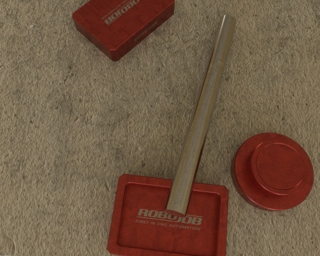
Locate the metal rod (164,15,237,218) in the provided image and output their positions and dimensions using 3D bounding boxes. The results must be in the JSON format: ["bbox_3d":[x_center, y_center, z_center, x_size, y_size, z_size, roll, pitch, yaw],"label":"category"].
[{"bbox_3d":[0.060,-0.034,0.402,0.025,0.025,0.300,16,64,5],"label":"metal rod"}]

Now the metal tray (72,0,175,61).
[{"bbox_3d":[-0.053,-0.173,0.468,0.090,0.030,0.130,43,75,13],"label":"metal tray"}]

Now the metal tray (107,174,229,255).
[{"bbox_3d":[0.011,0.108,0.366,0.131,0.030,0.090,7,70,2],"label":"metal tray"}]

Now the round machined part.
[{"bbox_3d":[0.141,0.051,0.382,0.099,0.042,0.098,0,70,-1],"label":"round machined part"}]
